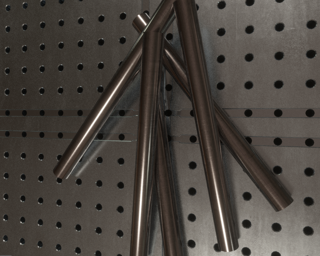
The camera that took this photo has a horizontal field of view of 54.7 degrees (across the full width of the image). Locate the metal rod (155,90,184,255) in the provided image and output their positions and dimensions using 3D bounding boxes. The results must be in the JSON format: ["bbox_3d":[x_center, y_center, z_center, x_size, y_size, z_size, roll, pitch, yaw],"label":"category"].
[{"bbox_3d":[0.005,0.069,0.409,0.025,0.025,0.298,-9,87,19],"label":"metal rod"}]

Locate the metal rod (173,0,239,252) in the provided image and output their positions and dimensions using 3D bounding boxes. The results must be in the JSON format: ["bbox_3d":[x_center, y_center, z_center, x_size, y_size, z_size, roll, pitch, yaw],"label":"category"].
[{"bbox_3d":[0.056,0.001,0.367,0.025,0.025,0.298,-9,96,19],"label":"metal rod"}]

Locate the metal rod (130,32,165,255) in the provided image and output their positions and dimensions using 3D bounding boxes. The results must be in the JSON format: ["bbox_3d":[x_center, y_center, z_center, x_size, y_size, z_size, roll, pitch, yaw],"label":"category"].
[{"bbox_3d":[-0.018,0.034,0.392,0.025,0.025,0.298,9,102,19],"label":"metal rod"}]

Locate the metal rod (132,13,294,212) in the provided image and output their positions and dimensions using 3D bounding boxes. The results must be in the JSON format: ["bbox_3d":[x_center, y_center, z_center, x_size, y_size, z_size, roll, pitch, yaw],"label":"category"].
[{"bbox_3d":[0.059,-0.028,0.391,0.025,0.025,0.299,-39,78,15],"label":"metal rod"}]

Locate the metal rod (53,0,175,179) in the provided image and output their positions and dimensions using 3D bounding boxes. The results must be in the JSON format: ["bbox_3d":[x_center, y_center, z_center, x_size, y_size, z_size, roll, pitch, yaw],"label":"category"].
[{"bbox_3d":[-0.063,-0.046,0.416,0.025,0.025,0.299,42,109,15],"label":"metal rod"}]
